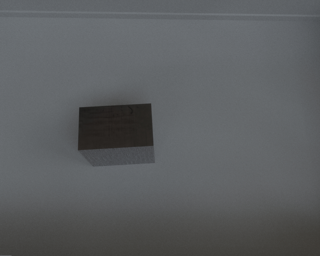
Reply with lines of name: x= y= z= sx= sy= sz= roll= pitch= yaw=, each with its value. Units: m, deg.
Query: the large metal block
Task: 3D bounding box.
large metal block: x=-0.048 y=0.011 z=0.376 sx=0.080 sy=0.080 sz=0.050 roll=-3 pitch=70 yaw=-1
